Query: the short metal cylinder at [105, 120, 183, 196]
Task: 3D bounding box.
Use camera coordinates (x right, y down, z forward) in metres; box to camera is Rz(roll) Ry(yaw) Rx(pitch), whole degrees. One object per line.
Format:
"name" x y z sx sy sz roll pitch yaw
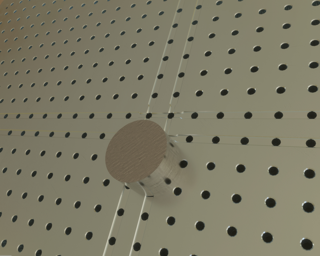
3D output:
"short metal cylinder" -0.019 0.037 0.378 0.080 0.050 0.080 -13 56 20
